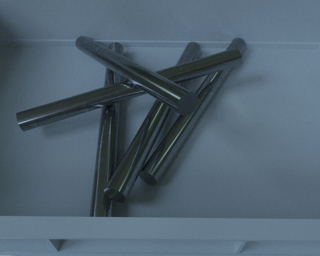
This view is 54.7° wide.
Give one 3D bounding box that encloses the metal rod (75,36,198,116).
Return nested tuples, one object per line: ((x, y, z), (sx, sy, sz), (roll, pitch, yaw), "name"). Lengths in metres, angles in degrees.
((-0.052, -0.084, 0.414), (0.025, 0.025, 0.300), (-27, 37, -21), "metal rod")

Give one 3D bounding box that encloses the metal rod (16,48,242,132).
((-0.033, -0.054, 0.411), (0.302, 0.025, 0.025), (-18, 53, -9), "metal rod")

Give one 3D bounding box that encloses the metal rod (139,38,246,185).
((0.060, -0.042, 0.441), (0.025, 0.025, 0.301), (24, 54, 18), "metal rod")

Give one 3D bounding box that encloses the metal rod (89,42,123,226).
((-0.067, -0.017, 0.418), (0.025, 0.025, 0.300), (-2, 50, -2), "metal rod")

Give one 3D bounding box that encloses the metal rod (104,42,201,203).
((0.005, -0.031, 0.419), (0.025, 0.025, 0.301), (16, 48, 12), "metal rod")
